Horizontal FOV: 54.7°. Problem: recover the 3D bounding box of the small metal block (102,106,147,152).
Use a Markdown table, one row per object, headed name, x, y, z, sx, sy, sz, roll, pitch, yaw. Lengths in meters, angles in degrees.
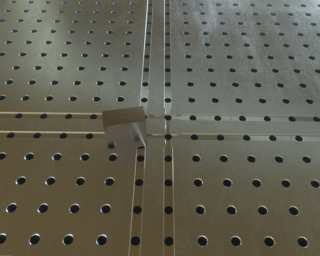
| name | x | y | z | sx | sy | sz | roll | pitch | yaw |
| --- | --- | --- | --- | --- | --- | --- | --- | --- | --- |
| small metal block | -0.043 | 0.002 | 0.389 | 0.050 | 0.050 | 0.025 | -8 | 51 | -7 |
